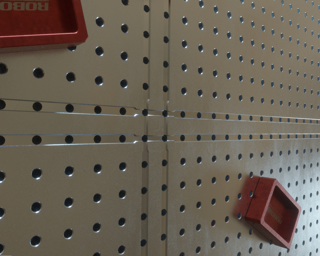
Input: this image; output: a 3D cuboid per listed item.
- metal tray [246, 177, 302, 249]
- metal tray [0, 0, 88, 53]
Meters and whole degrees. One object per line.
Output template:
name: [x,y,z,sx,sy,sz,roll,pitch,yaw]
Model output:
metal tray: [0.222,0.164,0.596,0.130,0.030,0.090,43,64,-32]
metal tray: [-0.140,-0.119,0.288,0.131,0.030,0.089,-18,102,-39]
